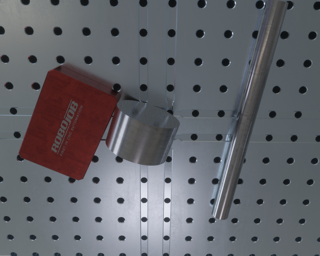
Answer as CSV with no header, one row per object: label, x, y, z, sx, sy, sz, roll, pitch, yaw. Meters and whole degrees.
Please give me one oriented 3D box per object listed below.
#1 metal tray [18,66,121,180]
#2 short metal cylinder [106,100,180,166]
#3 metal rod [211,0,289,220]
metal tray,-0.119,-0.004,0.408,0.090,0.030,0.129,24,108,-9
short metal cylinder,-0.022,0.004,0.385,0.080,0.080,0.050,18,109,-7
metal rod,0.113,-0.009,0.410,0.025,0.025,0.298,9,110,-3
